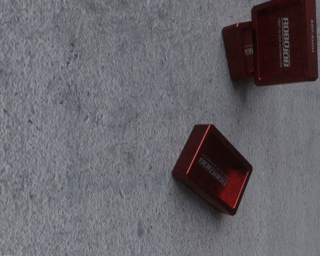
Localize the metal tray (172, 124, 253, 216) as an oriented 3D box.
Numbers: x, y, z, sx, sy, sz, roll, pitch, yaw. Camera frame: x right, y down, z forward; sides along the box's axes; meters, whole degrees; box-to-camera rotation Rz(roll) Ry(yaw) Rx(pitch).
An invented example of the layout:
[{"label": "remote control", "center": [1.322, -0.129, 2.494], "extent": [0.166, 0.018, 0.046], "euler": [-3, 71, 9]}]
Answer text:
[{"label": "metal tray", "center": [0.085, 0.065, 0.471], "extent": [0.130, 0.030, 0.090], "euler": [42, 65, -32]}]

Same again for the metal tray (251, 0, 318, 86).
[{"label": "metal tray", "center": [0.192, -0.133, 0.482], "extent": [0.030, 0.090, 0.129], "euler": [-6, 94, -40]}]

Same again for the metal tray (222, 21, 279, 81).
[{"label": "metal tray", "center": [0.167, -0.140, 0.540], "extent": [0.131, 0.030, 0.089], "euler": [-22, 104, -38]}]
